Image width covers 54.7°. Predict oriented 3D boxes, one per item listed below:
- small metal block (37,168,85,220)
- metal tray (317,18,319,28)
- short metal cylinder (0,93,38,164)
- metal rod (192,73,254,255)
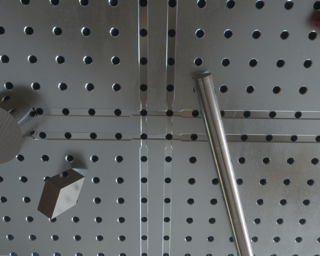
[{"bbox_3d":[-0.136,0.090,0.429,0.025,0.050,0.050,28,110,17],"label":"small metal block"},{"bbox_3d":[0.268,-0.130,0.364,0.131,0.030,0.089,26,108,-10],"label":"metal tray"},{"bbox_3d":[-0.207,0.000,0.398,0.081,0.050,0.079,0,110,0],"label":"short metal cylinder"},{"bbox_3d":[0.094,0.069,0.439,0.025,0.025,0.298,-15,110,5],"label":"metal rod"}]
